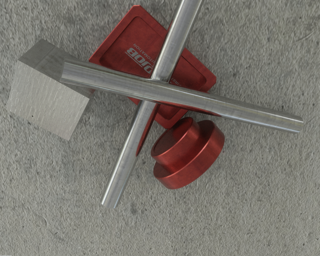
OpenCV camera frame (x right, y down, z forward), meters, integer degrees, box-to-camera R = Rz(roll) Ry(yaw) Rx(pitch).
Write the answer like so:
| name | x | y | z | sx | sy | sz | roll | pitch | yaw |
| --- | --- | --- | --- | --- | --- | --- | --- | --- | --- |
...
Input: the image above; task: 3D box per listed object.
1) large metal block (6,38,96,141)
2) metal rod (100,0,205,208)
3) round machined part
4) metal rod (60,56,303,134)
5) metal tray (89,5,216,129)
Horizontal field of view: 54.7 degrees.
| name | x | y | z | sx | sy | sz | roll | pitch | yaw |
| --- | --- | --- | --- | --- | --- | --- | --- | --- | --- |
| large metal block | -0.122 | -0.043 | 0.364 | 0.080 | 0.050 | 0.080 | 29 | 132 | -11 |
| metal rod | -0.012 | -0.030 | 0.366 | 0.025 | 0.025 | 0.298 | 21 | 109 | -8 |
| round machined part | 0.027 | 0.024 | 0.380 | 0.098 | 0.098 | 0.042 | -40 | 106 | 13 |
| metal rod | 0.044 | -0.030 | 0.354 | 0.302 | 0.025 | 0.025 | 11 | 111 | -23 |
| metal tray | -0.008 | -0.072 | 0.380 | 0.130 | 0.030 | 0.090 | 40 | 105 | -14 |
